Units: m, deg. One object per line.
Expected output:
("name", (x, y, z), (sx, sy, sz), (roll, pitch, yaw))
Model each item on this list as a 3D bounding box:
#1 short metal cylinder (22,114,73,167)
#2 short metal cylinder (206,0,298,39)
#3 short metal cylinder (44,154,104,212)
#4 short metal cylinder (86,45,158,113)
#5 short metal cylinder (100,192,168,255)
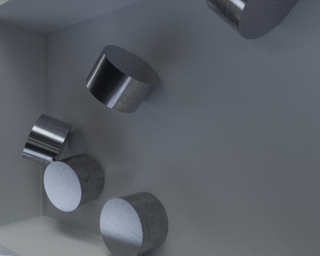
("short metal cylinder", (-0.186, 0.022, 0.518), (0.080, 0.050, 0.080), (-156, 89, -79))
("short metal cylinder", (0.091, -0.133, 0.296), (0.050, 0.081, 0.080), (52, 121, 27))
("short metal cylinder", (-0.137, 0.085, 0.493), (0.080, 0.050, 0.079), (6, 102, 30))
("short metal cylinder", (-0.051, -0.065, 0.413), (0.080, 0.081, 0.050), (52, 121, 27))
("short metal cylinder", (-0.036, 0.131, 0.420), (0.080, 0.050, 0.080), (0, 90, 40))
